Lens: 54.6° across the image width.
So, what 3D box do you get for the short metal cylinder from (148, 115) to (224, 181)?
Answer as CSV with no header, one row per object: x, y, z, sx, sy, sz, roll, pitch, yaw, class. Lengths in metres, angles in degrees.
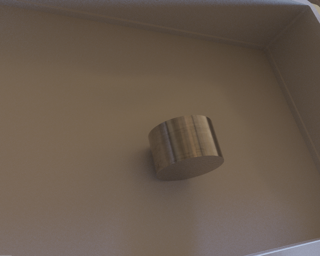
0.030,0.026,0.370,0.081,0.080,0.050,1,62,-28,short metal cylinder
